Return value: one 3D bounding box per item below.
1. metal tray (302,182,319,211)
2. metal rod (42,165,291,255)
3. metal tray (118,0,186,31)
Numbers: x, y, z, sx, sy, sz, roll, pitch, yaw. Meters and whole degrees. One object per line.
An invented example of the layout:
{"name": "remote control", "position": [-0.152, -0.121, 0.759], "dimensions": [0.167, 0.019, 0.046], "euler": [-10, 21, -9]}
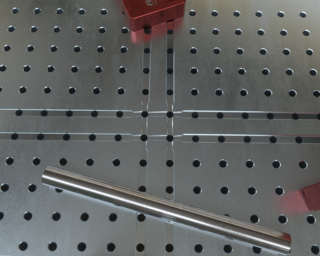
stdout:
{"name": "metal tray", "position": [0.247, 0.056, 0.358], "dimensions": [0.131, 0.090, 0.030], "euler": [-19, 71, -7]}
{"name": "metal rod", "position": [0.003, 0.097, 0.375], "dimensions": [0.301, 0.025, 0.025], "euler": [15, 71, 5]}
{"name": "metal tray", "position": [-0.025, -0.224, 0.490], "dimensions": [0.091, 0.030, 0.130], "euler": [-21, 71, -8]}
